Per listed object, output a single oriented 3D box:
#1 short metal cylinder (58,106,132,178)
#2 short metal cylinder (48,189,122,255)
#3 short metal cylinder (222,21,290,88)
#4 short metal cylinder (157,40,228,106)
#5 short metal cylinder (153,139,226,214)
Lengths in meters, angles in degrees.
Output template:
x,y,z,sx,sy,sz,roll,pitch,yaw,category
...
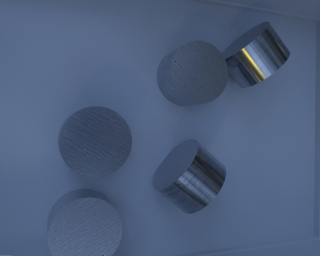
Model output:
x,y,z,sx,sy,sz,roll,pitch,yaw,category
-0.079,0.015,0.368,0.081,0.050,0.080,0,90,-20,short metal cylinder
-0.090,0.116,0.364,0.081,0.050,0.080,0,90,-20,short metal cylinder
0.129,-0.101,0.429,0.080,0.080,0.050,-45,104,-14,short metal cylinder
0.042,-0.070,0.412,0.081,0.050,0.080,0,90,-20,short metal cylinder
0.037,0.061,0.395,0.050,0.080,0.080,42,77,-15,short metal cylinder
